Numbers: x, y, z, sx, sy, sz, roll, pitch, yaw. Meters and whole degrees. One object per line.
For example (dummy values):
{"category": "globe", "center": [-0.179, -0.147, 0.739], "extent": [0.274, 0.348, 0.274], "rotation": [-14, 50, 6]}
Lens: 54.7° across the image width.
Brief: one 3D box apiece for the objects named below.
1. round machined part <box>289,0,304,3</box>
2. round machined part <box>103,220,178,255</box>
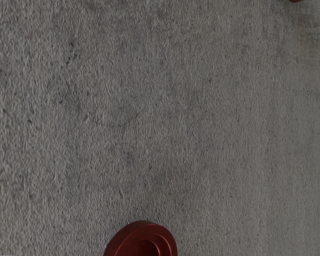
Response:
{"category": "round machined part", "center": [0.257, -0.295, 0.608], "extent": [0.099, 0.042, 0.097], "rotation": [0, 90, -40]}
{"category": "round machined part", "center": [-0.029, 0.160, 0.370], "extent": [0.099, 0.042, 0.097], "rotation": [0, 90, -40]}
